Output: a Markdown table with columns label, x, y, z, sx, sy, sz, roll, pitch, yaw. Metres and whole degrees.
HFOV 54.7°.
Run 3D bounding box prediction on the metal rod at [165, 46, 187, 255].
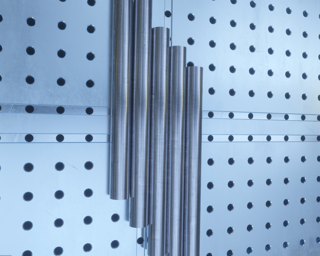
| label | x | y | z | sx | sy | sz | roll | pitch | yaw |
| --- | --- | --- | --- | --- | --- | --- | --- | --- | --- |
| metal rod | 0.021 | 0.040 | 0.421 | 0.025 | 0.025 | 0.298 | 1 | 90 | -20 |

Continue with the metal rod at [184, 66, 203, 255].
| label | x | y | z | sx | sy | sz | roll | pitch | yaw |
| --- | --- | --- | --- | --- | --- | --- | --- | --- | --- |
| metal rod | 0.045 | 0.066 | 0.430 | 0.025 | 0.025 | 0.298 | 1 | 90 | -20 |

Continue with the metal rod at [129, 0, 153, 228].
| label | x | y | z | sx | sy | sz | roll | pitch | yaw |
| --- | --- | --- | --- | --- | --- | --- | --- | --- | --- |
| metal rod | -0.025 | -0.023 | 0.403 | 0.025 | 0.025 | 0.298 | 1 | 90 | -20 |

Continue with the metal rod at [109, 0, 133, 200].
| label | x | y | z | sx | sy | sz | roll | pitch | yaw |
| --- | --- | --- | --- | --- | --- | --- | --- | --- | --- |
| metal rod | -0.049 | -0.060 | 0.395 | 0.025 | 0.025 | 0.298 | 1 | 90 | -20 |

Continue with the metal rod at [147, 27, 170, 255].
| label | x | y | z | sx | sy | sz | roll | pitch | yaw |
| --- | --- | --- | --- | --- | --- | --- | --- | --- | --- |
| metal rod | -0.002 | 0.018 | 0.412 | 0.025 | 0.025 | 0.298 | 1 | 90 | -20 |
